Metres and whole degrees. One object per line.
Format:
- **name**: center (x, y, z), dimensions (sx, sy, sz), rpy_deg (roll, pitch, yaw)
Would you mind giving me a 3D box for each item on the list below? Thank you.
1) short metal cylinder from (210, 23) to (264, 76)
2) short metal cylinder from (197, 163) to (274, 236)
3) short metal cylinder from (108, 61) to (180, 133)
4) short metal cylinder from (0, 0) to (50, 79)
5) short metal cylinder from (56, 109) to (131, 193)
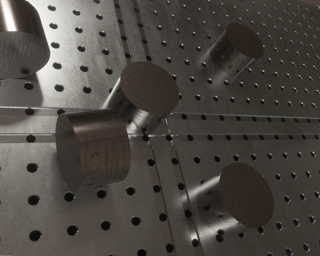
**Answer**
- **short metal cylinder**: center (0.137, -0.140, 0.554), dimensions (0.081, 0.050, 0.080), rpy_deg (14, 56, -21)
- **short metal cylinder**: center (0.094, 0.090, 0.390), dimensions (0.081, 0.050, 0.080), rpy_deg (14, 56, -21)
- **short metal cylinder**: center (-0.022, -0.040, 0.406), dimensions (0.081, 0.050, 0.080), rpy_deg (14, 56, -21)
- **short metal cylinder**: center (-0.169, -0.098, 0.342), dimensions (0.081, 0.080, 0.050), rpy_deg (-9, 67, -32)
- **short metal cylinder**: center (-0.072, 0.022, 0.322), dimensions (0.050, 0.080, 0.080), rpy_deg (-9, 66, -32)
